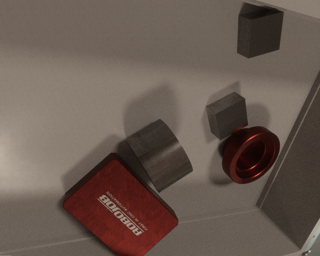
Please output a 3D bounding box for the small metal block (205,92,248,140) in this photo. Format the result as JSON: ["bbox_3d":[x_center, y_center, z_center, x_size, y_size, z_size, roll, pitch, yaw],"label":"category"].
[{"bbox_3d":[0.099,-0.018,0.454,0.050,0.025,0.050,-28,128,-11],"label":"small metal block"}]

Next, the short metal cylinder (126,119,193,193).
[{"bbox_3d":[-0.002,0.035,0.396,0.050,0.080,0.080,-32,129,-8],"label":"short metal cylinder"}]

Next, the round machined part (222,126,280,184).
[{"bbox_3d":[0.141,0.039,0.502,0.099,0.042,0.097,-14,125,-21],"label":"round machined part"}]

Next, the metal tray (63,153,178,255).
[{"bbox_3d":[-0.050,0.108,0.414,0.090,0.030,0.130,-42,106,0],"label":"metal tray"}]

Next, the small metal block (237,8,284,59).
[{"bbox_3d":[0.130,-0.124,0.405,0.050,0.025,0.050,-19,126,-17],"label":"small metal block"}]
